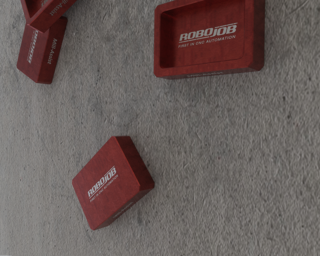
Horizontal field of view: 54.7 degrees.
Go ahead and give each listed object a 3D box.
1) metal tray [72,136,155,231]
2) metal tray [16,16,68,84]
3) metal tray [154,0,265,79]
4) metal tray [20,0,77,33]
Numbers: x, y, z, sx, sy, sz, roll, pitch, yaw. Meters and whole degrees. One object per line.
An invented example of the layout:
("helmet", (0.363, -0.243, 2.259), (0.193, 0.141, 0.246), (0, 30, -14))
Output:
("metal tray", (-0.075, 0.083, 0.464), (0.129, 0.030, 0.090), (-45, 63, 31))
("metal tray", (-0.227, -0.159, 0.589), (0.090, 0.030, 0.129), (33, 110, 35))
("metal tray", (0.052, -0.107, 0.358), (0.130, 0.030, 0.089), (1, 91, 40))
("metal tray", (-0.177, -0.235, 0.521), (0.130, 0.030, 0.090), (-35, 61, 19))
